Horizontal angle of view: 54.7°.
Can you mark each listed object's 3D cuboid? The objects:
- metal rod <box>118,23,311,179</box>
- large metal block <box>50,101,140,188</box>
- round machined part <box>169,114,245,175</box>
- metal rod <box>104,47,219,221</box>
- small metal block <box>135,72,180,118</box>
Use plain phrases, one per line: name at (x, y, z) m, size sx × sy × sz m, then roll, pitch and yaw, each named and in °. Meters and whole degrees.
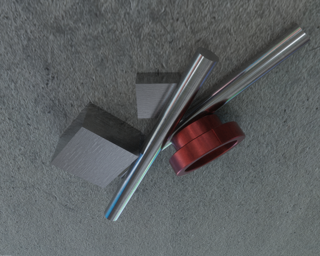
metal rod at (0.046, -0.018, 0.392) m, size 0.025 × 0.025 × 0.299 m, roll 36°, pitch 121°, yaw -27°
large metal block at (-0.084, 0.025, 0.411) m, size 0.080 × 0.050 × 0.080 m, roll 31°, pitch 123°, yaw -24°
round machined part at (0.054, 0.018, 0.391) m, size 0.099 × 0.042 × 0.098 m, roll -27°, pitch 163°, yaw -9°
metal rod at (-0.013, 0.030, 0.398) m, size 0.025 × 0.025 × 0.298 m, roll 19°, pitch 127°, yaw -16°
small metal block at (-0.002, -0.039, 0.374) m, size 0.050 × 0.025 × 0.050 m, roll -1°, pitch 130°, yaw 0°
